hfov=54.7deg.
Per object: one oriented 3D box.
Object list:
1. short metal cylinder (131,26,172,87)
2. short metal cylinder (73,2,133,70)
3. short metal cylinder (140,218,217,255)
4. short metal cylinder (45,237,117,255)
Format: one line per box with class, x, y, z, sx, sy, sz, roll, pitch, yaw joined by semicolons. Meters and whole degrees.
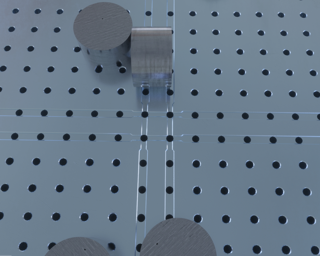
short metal cylinder;-0.010;-0.095;0.417;0.050;0.080;0.080;0;70;0
short metal cylinder;-0.078;-0.132;0.446;0.081;0.050;0.080;0;70;0
short metal cylinder;0.019;0.143;0.346;0.081;0.050;0.080;0;70;0
short metal cylinder;-0.086;0.162;0.339;0.081;0.050;0.080;0;70;0
